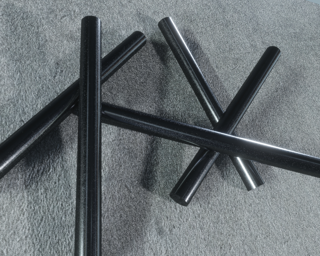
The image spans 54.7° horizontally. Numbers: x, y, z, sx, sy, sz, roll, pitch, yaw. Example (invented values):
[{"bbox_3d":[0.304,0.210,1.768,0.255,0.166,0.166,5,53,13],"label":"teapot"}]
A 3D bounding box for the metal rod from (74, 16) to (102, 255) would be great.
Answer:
[{"bbox_3d":[-0.076,0.005,0.336,0.025,0.025,0.299,6,66,-25],"label":"metal rod"}]

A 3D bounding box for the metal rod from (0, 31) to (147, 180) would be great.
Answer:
[{"bbox_3d":[-0.101,-0.041,0.374,0.025,0.025,0.301,38,51,-3],"label":"metal rod"}]

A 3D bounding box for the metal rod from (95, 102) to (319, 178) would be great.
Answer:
[{"bbox_3d":[0.064,0.015,0.380,0.302,0.025,0.025,14,55,-2],"label":"metal rod"}]

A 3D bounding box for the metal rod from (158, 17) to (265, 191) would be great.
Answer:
[{"bbox_3d":[0.070,-0.047,0.469,0.025,0.025,0.299,-14,69,-34],"label":"metal rod"}]

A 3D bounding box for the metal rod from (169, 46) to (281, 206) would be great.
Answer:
[{"bbox_3d":[0.104,-0.020,0.436,0.025,0.025,0.301,39,62,-2],"label":"metal rod"}]
